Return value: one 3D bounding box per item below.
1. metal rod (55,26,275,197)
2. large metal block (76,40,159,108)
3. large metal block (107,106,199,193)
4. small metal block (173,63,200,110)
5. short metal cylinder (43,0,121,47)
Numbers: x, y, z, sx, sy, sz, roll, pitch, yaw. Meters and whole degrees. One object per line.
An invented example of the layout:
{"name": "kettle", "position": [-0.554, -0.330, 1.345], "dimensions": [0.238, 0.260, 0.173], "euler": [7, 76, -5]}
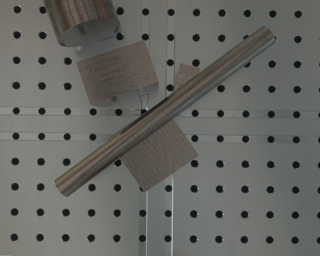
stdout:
{"name": "metal rod", "position": [0.006, -0.019, 0.363], "dimensions": [0.301, 0.025, 0.025], "euler": [-37, 90, 0]}
{"name": "large metal block", "position": [-0.048, -0.063, 0.385], "dimensions": [0.080, 0.080, 0.050], "euler": [-18, 90, 0]}
{"name": "large metal block", "position": [-0.009, 0.023, 0.401], "dimensions": [0.080, 0.050, 0.080], "euler": [-35, 90, 0]}
{"name": "small metal block", "position": [0.031, -0.052, 0.401], "dimensions": [0.025, 0.050, 0.050], "euler": [14, 90, 0]}
{"name": "short metal cylinder", "position": [-0.096, -0.141, 0.385], "dimensions": [0.080, 0.080, 0.050], "euler": [-20, 90, 0]}
